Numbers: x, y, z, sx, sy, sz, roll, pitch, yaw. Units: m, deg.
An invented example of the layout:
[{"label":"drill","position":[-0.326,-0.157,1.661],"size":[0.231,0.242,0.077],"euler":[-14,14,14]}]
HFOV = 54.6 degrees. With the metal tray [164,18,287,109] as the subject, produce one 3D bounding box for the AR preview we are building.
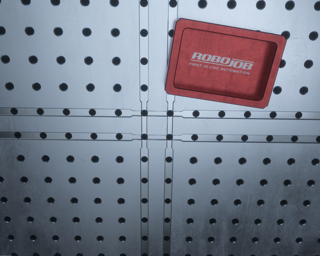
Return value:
[{"label":"metal tray","position":[0.076,-0.079,0.382],"size":[0.131,0.030,0.089],"euler":[8,110,-3]}]
